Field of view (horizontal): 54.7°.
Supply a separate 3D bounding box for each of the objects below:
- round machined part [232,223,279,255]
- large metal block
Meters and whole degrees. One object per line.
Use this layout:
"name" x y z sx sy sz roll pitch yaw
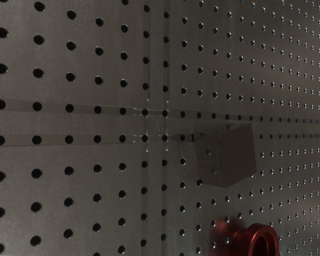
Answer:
"round machined part" 0.162 0.214 0.538 0.099 0.042 0.097 0 90 -40
"large metal block" 0.103 0.039 0.482 0.081 0.050 0.079 -15 100 -39
